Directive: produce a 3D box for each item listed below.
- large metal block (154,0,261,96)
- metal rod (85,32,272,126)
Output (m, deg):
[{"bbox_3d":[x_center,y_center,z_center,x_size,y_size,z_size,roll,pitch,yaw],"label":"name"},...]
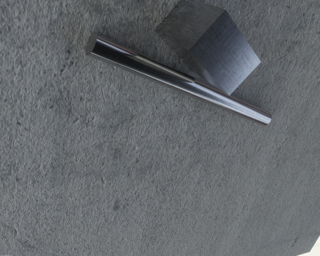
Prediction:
[{"bbox_3d":[0.052,-0.092,0.344,0.050,0.080,0.080,-48,129,5],"label":"large metal block"},{"bbox_3d":[0.048,-0.051,0.403,0.302,0.025,0.025,17,110,-35],"label":"metal rod"}]
